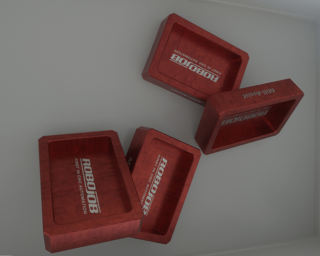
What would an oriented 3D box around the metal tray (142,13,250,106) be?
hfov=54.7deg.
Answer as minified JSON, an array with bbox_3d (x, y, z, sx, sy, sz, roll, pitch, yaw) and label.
[{"bbox_3d":[0.051,-0.085,0.426,0.131,0.030,0.090,22,83,-19],"label":"metal tray"}]

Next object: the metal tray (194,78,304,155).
[{"bbox_3d":[0.119,-0.015,0.420,0.131,0.089,0.030,-13,53,-20],"label":"metal tray"}]

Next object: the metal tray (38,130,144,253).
[{"bbox_3d":[-0.078,0.058,0.331,0.091,0.130,0.030,-5,132,-20],"label":"metal tray"}]

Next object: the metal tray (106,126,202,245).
[{"bbox_3d":[-0.008,0.073,0.394,0.090,0.030,0.130,25,82,-32],"label":"metal tray"}]
